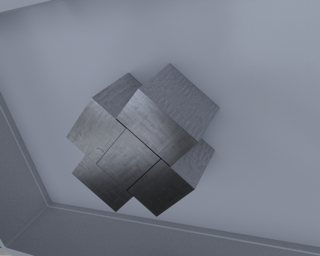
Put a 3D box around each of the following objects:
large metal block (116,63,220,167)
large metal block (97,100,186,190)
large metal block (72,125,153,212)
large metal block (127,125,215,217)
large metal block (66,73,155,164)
[{"bbox_3d":[0.012,-0.017,0.354,0.080,0.080,0.050,42,129,-1],"label":"large metal block"},{"bbox_3d":[-0.023,0.020,0.395,0.050,0.080,0.080,42,129,-1],"label":"large metal block"},{"bbox_3d":[-0.060,0.055,0.436,0.080,0.080,0.050,42,129,-1],"label":"large metal block"},{"bbox_3d":[0.015,0.054,0.397,0.050,0.080,0.080,42,129,-1],"label":"large metal block"},{"bbox_3d":[-0.061,-0.013,0.394,0.050,0.080,0.080,42,129,-1],"label":"large metal block"}]
